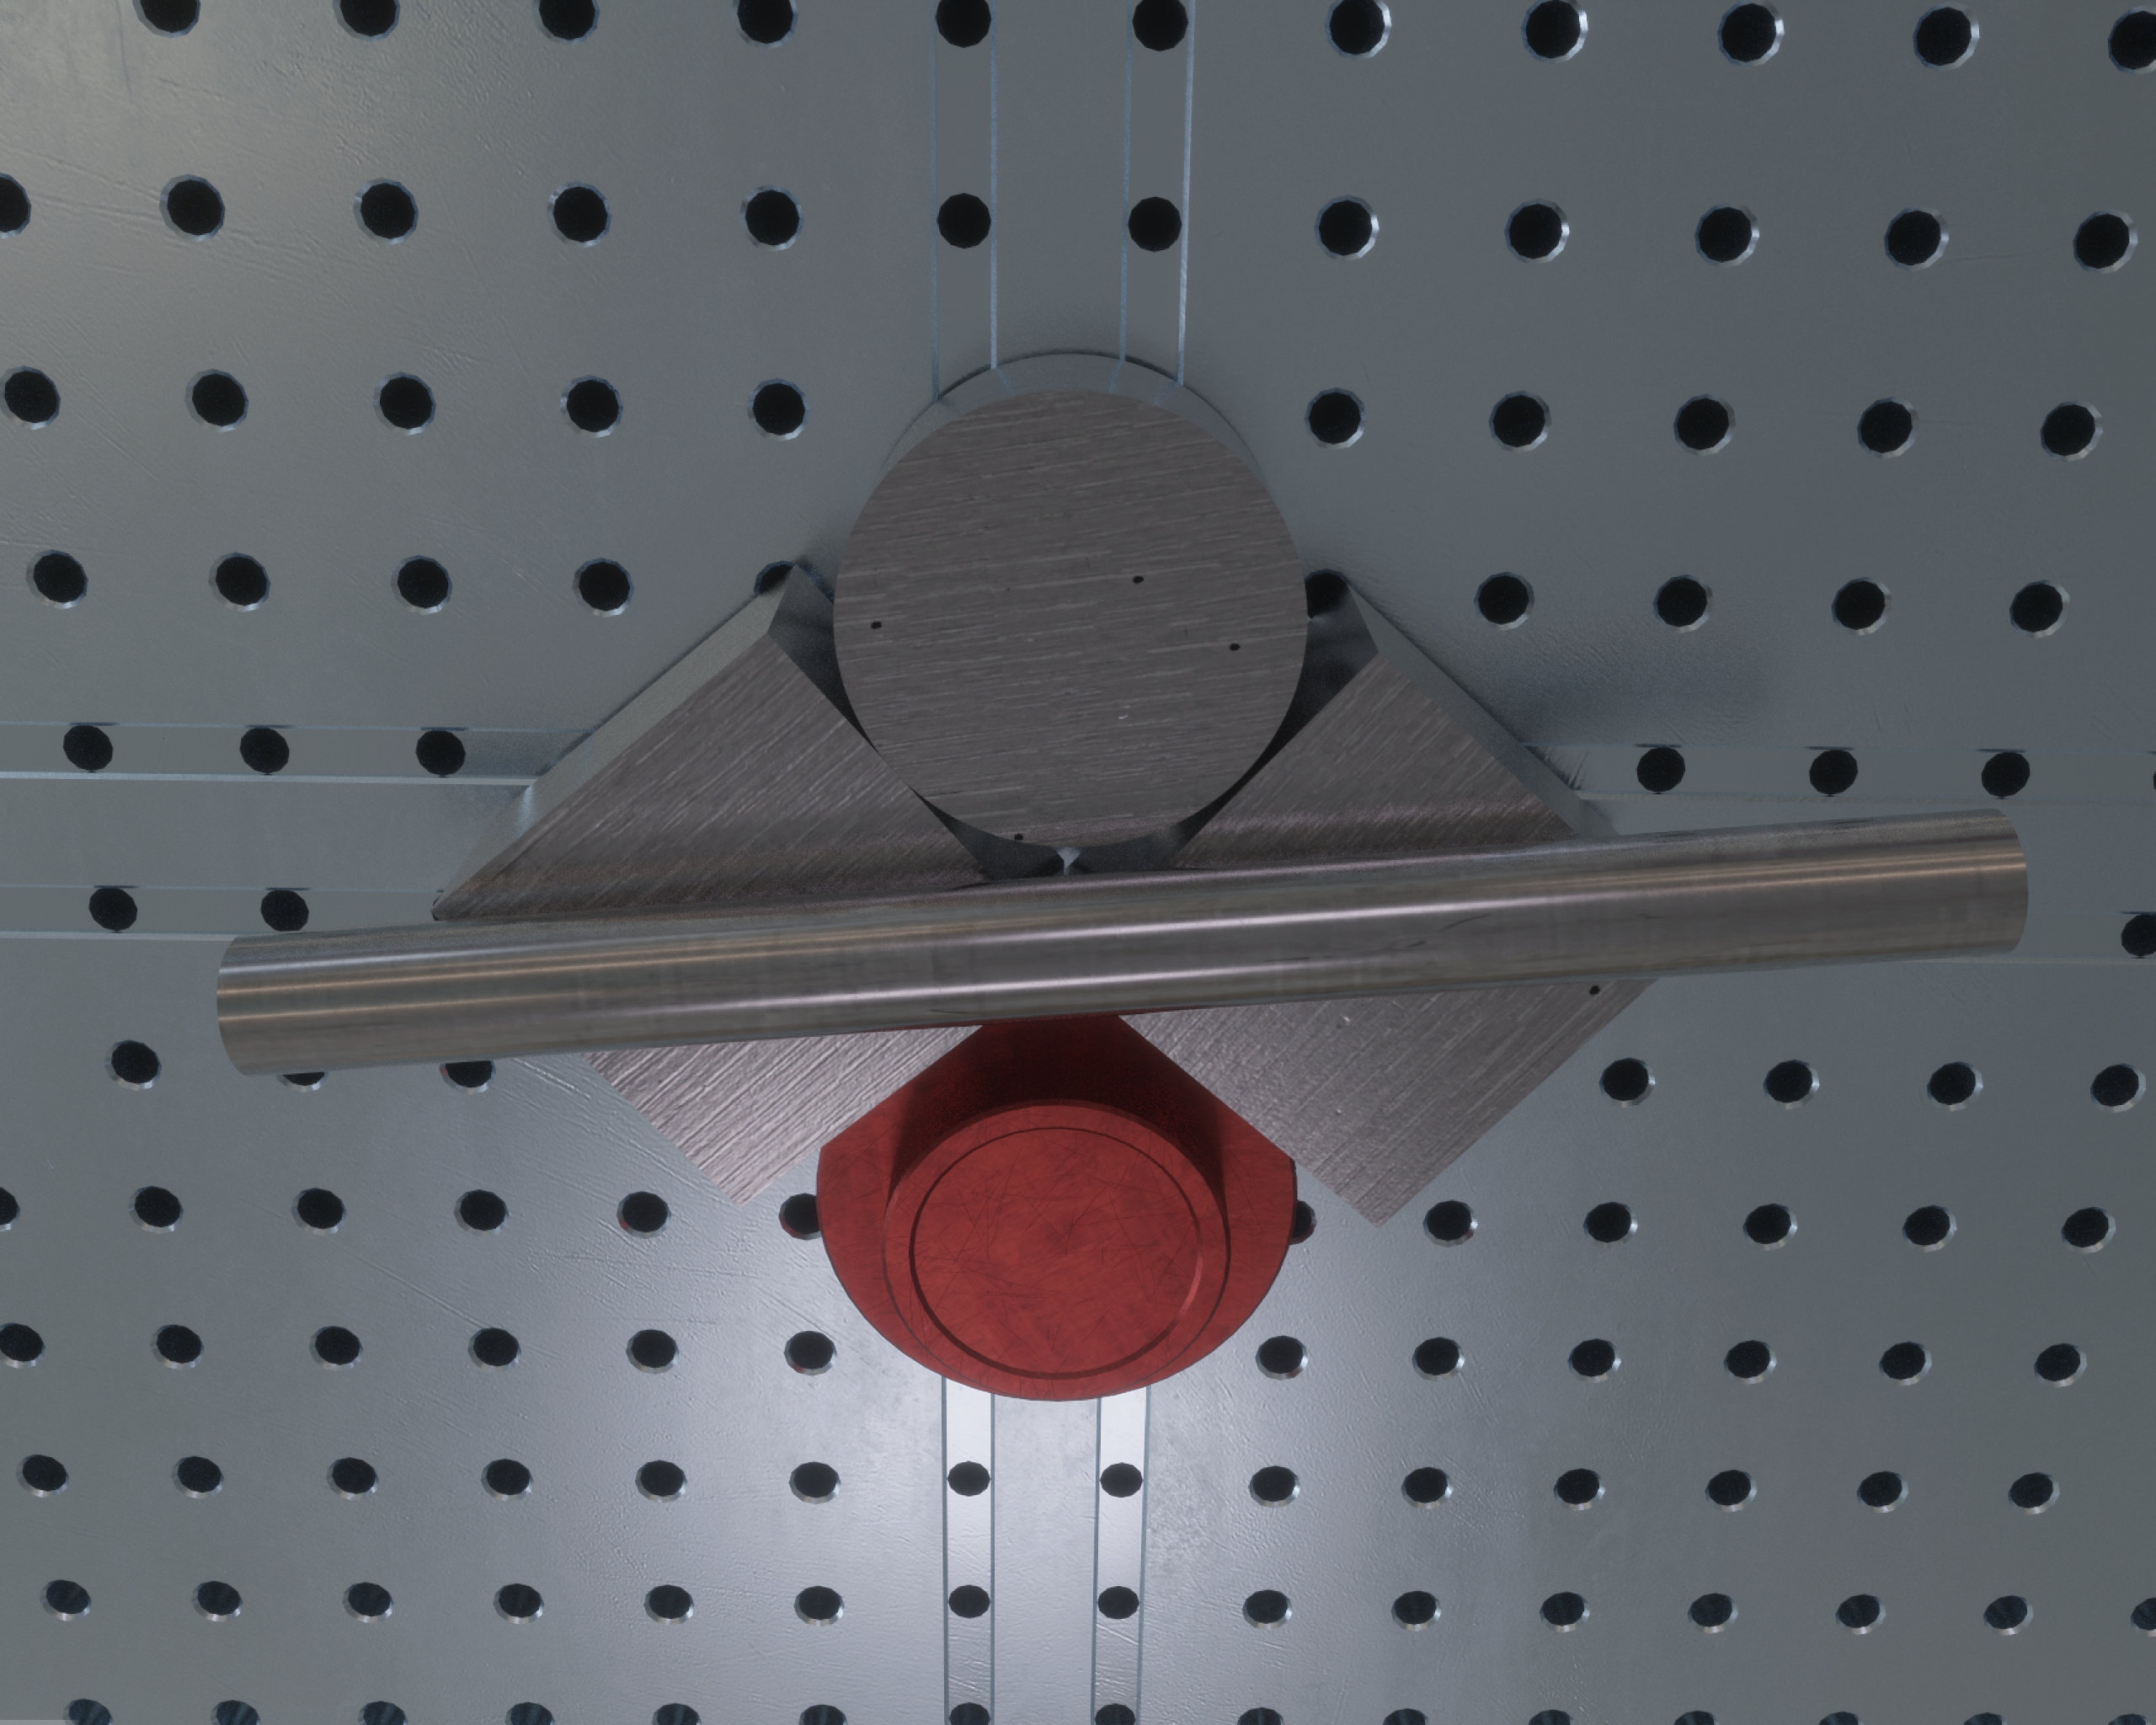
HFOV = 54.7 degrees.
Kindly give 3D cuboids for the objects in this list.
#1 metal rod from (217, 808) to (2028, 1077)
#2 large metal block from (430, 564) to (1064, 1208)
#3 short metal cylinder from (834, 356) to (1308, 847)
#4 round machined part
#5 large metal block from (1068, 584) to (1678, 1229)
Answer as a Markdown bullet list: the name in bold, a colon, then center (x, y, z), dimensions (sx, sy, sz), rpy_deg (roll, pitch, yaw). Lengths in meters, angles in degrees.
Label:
- **metal rod**: center (0.006, 0.014, 0.359), dimensions (0.302, 0.025, 0.025), rpy_deg (-4, 110, 2)
- **large metal block**: center (-0.059, 0.004, 0.397), dimensions (0.080, 0.050, 0.080), rpy_deg (-38, 108, 12)
- **short metal cylinder**: center (-0.001, -0.049, 0.378), dimensions (0.081, 0.050, 0.079), rpy_deg (0, 110, 0)
- **round machined part**: center (-0.004, 0.070, 0.426), dimensions (0.099, 0.042, 0.097), rpy_deg (0, 110, 0)
- **large metal block**: center (0.054, 0.008, 0.397), dimensions (0.080, 0.050, 0.080), rpy_deg (40, 106, -14)
